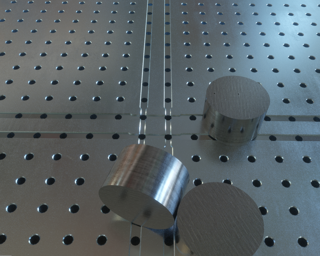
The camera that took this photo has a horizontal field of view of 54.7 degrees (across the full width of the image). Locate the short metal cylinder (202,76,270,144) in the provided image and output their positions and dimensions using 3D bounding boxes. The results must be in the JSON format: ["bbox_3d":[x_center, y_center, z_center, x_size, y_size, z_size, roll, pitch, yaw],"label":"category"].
[{"bbox_3d":[0.099,-0.025,0.414,0.081,0.050,0.080,0,50,0],"label":"short metal cylinder"}]

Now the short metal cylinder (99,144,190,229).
[{"bbox_3d":[-0.015,0.062,0.320,0.080,0.080,0.050,16,52,12],"label":"short metal cylinder"}]

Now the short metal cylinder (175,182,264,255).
[{"bbox_3d":[0.056,0.101,0.307,0.081,0.050,0.080,0,50,0],"label":"short metal cylinder"}]
